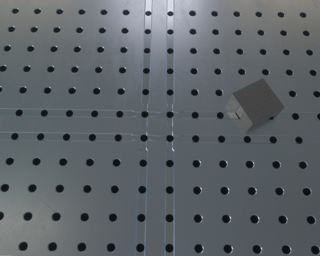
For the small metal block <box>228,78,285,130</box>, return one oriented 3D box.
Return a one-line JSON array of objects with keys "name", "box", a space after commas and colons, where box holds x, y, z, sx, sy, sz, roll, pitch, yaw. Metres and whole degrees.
[{"name": "small metal block", "box": [0.131, -0.033, 0.424, 0.050, 0.025, 0.050, -26, 72, -9]}]
